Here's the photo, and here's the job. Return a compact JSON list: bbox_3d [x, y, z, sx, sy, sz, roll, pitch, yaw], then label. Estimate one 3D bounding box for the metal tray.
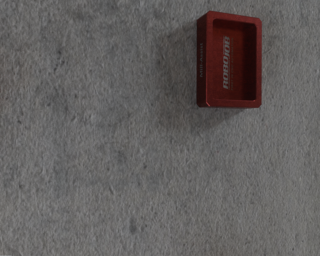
[{"bbox_3d":[0.100,-0.094,0.444,0.091,0.030,0.129,0,90,-21],"label":"metal tray"}]
